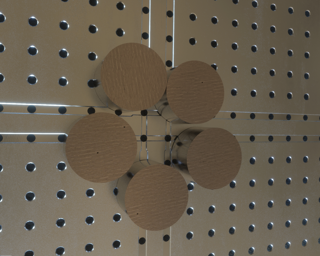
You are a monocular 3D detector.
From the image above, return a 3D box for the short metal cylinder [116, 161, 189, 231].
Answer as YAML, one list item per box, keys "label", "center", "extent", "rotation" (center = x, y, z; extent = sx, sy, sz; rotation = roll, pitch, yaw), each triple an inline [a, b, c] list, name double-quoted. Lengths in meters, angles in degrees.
- label: "short metal cylinder"
  center: [-0.011, 0.083, 0.394]
  extent: [0.081, 0.050, 0.080]
  rotation: [0, 90, -19]

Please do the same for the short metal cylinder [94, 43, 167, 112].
- label: "short metal cylinder"
  center: [-0.038, -0.060, 0.385]
  extent: [0.081, 0.050, 0.079]
  rotation: [0, 90, -20]

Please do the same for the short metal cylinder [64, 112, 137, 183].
- label: "short metal cylinder"
  center: [-0.073, 0.022, 0.372]
  extent: [0.081, 0.050, 0.079]
  rotation: [0, 91, -20]

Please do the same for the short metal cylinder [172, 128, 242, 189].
- label: "short metal cylinder"
  center: [0.062, 0.039, 0.421]
  extent: [0.081, 0.050, 0.079]
  rotation: [-1, 92, -20]

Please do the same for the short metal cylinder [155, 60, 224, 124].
- label: "short metal cylinder"
  center: [0.037, -0.045, 0.412]
  extent: [0.081, 0.050, 0.079]
  rotation: [0, 90, -20]
